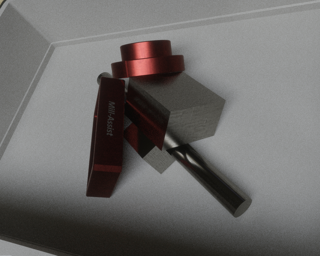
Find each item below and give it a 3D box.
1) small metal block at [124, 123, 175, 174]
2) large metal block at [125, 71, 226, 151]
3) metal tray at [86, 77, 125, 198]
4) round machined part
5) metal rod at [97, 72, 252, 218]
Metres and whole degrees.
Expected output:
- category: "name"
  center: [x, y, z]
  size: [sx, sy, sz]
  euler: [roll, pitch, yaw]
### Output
- category: "small metal block"
  center: [-0.014, 0.023, 0.379]
  size: [0.025, 0.050, 0.050]
  euler: [-44, 51, -2]
- category: "large metal block"
  center: [0.015, -0.024, 0.368]
  size: [0.081, 0.050, 0.080]
  euler: [-14, 41, -35]
- category: "metal tray"
  center: [-0.069, 0.012, 0.391]
  size: [0.030, 0.089, 0.130]
  euler: [7, 56, -15]
- category: "round machined part"
  center: [-0.017, -0.093, 0.419]
  size: [0.098, 0.099, 0.042]
  euler: [-2, 102, 27]
- category: "metal rod"
  center: [-0.003, 0.001, 0.403]
  size: [0.025, 0.025, 0.300]
  euler: [-45, 51, -3]
